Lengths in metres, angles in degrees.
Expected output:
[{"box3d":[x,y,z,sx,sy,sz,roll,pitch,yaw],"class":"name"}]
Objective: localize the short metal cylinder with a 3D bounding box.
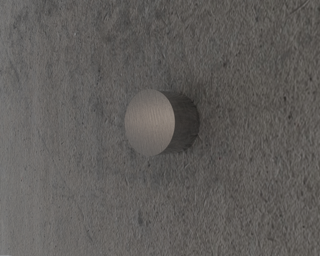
[{"box3d":[0.002,-0.006,0.388,0.080,0.050,0.080,0,90,40],"class":"short metal cylinder"}]
